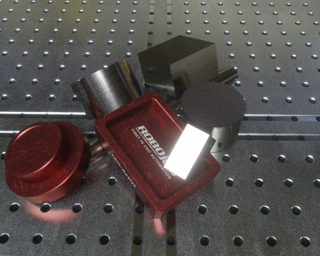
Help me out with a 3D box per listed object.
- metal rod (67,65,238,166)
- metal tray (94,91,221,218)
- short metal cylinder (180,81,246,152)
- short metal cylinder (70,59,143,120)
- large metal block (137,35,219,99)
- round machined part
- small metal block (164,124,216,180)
[{"bbox_3d":[-0.008,-0.014,0.421,0.302,0.025,0.025,-31,57,-23],"label":"metal rod"},{"bbox_3d":[-0.005,0.026,0.364,0.091,0.030,0.130,-31,69,-23],"label":"metal tray"},{"bbox_3d":[0.066,-0.015,0.404,0.081,0.050,0.080,0,50,0],"label":"short metal cylinder"},{"bbox_3d":[-0.069,-0.051,0.407,0.080,0.050,0.080,-24,12,6],"label":"short metal cylinder"},{"bbox_3d":[0.027,-0.093,0.455,0.081,0.050,0.080,-30,37,-23],"label":"large metal block"},{"bbox_3d":[-0.133,0.031,0.352,0.098,0.042,0.098,-8,55,13],"label":"round machined part"},{"bbox_3d":[0.034,0.027,0.331,0.025,0.050,0.050,29,91,20],"label":"small metal block"}]
